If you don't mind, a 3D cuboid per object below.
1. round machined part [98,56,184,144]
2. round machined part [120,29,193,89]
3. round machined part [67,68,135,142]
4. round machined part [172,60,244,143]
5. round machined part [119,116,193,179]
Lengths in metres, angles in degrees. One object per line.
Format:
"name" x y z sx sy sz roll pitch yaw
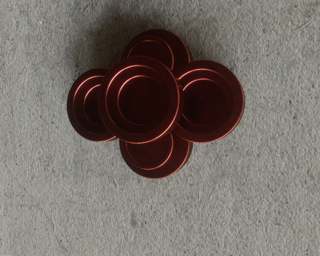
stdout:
"round machined part" -0.019 -0.031 0.362 0.098 0.042 0.097 0 90 19
"round machined part" -0.009 -0.081 0.403 0.098 0.042 0.097 0 90 19
"round machined part" -0.074 -0.030 0.426 0.098 0.042 0.097 0 90 19
"round machined part" 0.054 -0.031 0.381 0.098 0.042 0.097 0 90 19
"round machined part" -0.010 0.018 0.403 0.098 0.042 0.097 0 90 19
